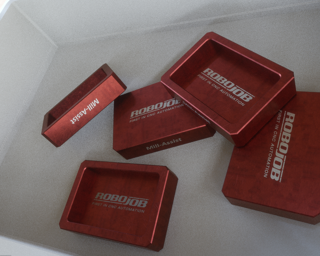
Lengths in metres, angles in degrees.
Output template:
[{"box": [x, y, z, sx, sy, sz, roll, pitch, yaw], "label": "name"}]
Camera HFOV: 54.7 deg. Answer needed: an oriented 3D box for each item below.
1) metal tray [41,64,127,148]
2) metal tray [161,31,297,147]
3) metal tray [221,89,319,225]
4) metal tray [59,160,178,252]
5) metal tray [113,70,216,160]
[{"box": [-0.115, -0.038, 0.463, 0.130, 0.030, 0.090, -41, 26, 0], "label": "metal tray"}, {"box": [0.073, -0.050, 0.355, 0.090, 0.030, 0.130, -44, 51, -3], "label": "metal tray"}, {"box": [0.126, 0.023, 0.322, 0.090, 0.030, 0.130, 8, 65, 31], "label": "metal tray"}, {"box": [-0.051, 0.089, 0.374, 0.130, 0.030, 0.090, 1, 62, 28], "label": "metal tray"}, {"box": [0.002, -0.017, 0.413, 0.130, 0.030, 0.090, -17, 55, 18], "label": "metal tray"}]
